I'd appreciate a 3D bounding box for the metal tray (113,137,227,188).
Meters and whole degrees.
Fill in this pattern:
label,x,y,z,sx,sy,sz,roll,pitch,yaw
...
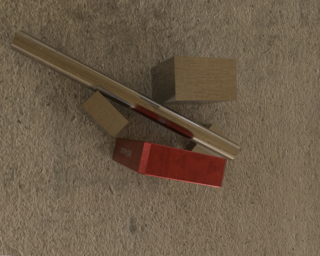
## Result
label,x,y,z,sx,sy,sz,roll,pitch,yaw
metal tray,0.004,0.036,0.357,0.091,0.130,0.030,13,86,-20

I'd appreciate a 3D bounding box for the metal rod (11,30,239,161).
label,x,y,z,sx,sy,sz,roll,pitch,yaw
metal rod,-0.031,-0.034,0.385,0.301,0.025,0.025,27,81,-13

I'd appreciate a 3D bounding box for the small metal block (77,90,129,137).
label,x,y,z,sx,sy,sz,roll,pitch,yaw
small metal block,-0.070,-0.016,0.371,0.050,0.050,0.025,46,76,-15

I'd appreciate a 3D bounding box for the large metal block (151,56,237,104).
label,x,y,z,sx,sy,sz,roll,pitch,yaw
large metal block,0.041,-0.057,0.396,0.081,0.080,0.050,-2,91,-20

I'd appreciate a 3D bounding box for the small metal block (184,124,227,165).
label,x,y,z,sx,sy,sz,roll,pitch,yaw
small metal block,0.071,0.029,0.438,0.050,0.025,0.050,43,76,-15
